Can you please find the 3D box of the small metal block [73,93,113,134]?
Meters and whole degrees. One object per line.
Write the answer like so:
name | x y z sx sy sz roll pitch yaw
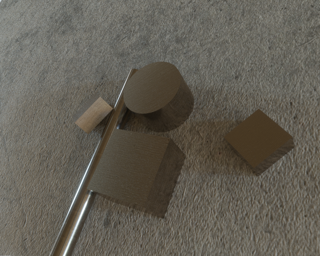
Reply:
small metal block | -0.100 -0.022 0.454 0.050 0.025 0.050 -47 22 -5

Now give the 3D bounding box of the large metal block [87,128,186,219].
large metal block | -0.026 0.052 0.368 0.080 0.050 0.080 9 66 31

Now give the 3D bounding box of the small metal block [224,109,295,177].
small metal block | 0.107 0.015 0.338 0.050 0.025 0.050 -39 51 1

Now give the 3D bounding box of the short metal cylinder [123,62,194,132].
short metal cylinder | -0.001 -0.041 0.412 0.080 0.050 0.080 -13 56 20

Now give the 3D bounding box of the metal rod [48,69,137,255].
metal rod | -0.082 0.048 0.415 0.025 0.025 0.300 6 65 31
